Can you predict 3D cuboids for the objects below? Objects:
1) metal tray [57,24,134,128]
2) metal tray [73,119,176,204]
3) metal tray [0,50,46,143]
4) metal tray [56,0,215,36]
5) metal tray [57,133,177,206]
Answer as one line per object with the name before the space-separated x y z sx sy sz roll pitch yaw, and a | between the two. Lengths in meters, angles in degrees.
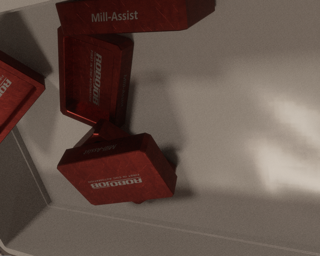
metal tray | -0.087 -0.064 0.410 0.090 0.030 0.129 22 127 14
metal tray | -0.054 0.052 0.439 0.130 0.030 0.090 35 131 -19
metal tray | -0.239 -0.042 0.440 0.130 0.030 0.090 -46 129 13
metal tray | -0.022 -0.118 0.303 0.130 0.090 0.030 6 121 25
metal tray | -0.055 0.058 0.403 0.130 0.030 0.090 -12 129 24
